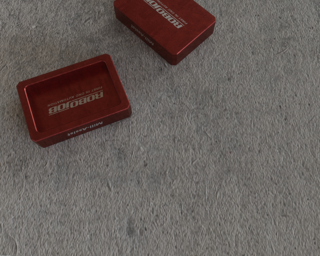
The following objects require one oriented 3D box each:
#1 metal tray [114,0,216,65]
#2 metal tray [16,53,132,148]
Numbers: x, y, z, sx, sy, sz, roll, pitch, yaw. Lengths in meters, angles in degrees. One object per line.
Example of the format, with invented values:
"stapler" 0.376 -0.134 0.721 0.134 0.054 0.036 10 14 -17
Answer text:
"metal tray" 0.006 -0.166 0.466 0.090 0.030 0.130 -43 76 -14
"metal tray" -0.114 -0.038 0.418 0.131 0.030 0.090 -21 71 -8
